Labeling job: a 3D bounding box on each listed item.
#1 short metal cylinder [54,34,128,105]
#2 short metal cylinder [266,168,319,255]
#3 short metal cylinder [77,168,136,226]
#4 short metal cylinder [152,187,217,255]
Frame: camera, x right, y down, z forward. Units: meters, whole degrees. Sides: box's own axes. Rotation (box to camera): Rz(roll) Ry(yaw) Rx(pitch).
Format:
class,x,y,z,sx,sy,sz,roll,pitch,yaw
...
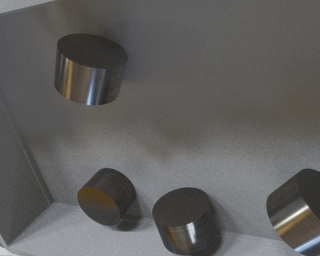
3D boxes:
class,x,y,z,sx,sy,sz,roll,pitch,yaw
short metal cylinder,-0.084,-0.072,0.373,0.080,0.080,0.050,28,128,10
short metal cylinder,0.167,0.092,0.342,0.080,0.080,0.050,37,129,3
short metal cylinder,-0.087,0.113,0.508,0.080,0.050,0.079,13,124,21
short metal cylinder,0.035,0.128,0.434,0.080,0.080,0.050,-4,117,30
